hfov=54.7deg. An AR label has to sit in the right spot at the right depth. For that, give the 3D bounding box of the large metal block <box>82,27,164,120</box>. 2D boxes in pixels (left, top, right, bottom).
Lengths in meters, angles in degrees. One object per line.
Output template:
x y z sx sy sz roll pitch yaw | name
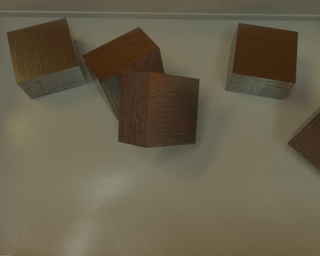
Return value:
-0.042 -0.068 0.399 0.080 0.080 0.050 -31 57 -11 | large metal block

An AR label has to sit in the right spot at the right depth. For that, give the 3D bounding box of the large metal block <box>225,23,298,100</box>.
0.140 -0.092 0.431 0.080 0.050 0.080 10 70 3 | large metal block

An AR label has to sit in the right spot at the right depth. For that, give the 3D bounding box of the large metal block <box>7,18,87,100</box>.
-0.155 -0.096 0.430 0.080 0.050 0.080 -17 71 -6 | large metal block

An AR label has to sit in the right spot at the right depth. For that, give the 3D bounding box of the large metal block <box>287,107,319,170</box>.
0.218 0.010 0.371 0.080 0.079 0.050 42 38 13 | large metal block

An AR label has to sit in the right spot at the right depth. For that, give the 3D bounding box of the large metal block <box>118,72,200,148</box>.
-0.001 -0.022 0.369 0.081 0.050 0.079 -1 96 -44 | large metal block
